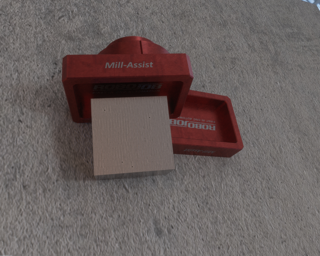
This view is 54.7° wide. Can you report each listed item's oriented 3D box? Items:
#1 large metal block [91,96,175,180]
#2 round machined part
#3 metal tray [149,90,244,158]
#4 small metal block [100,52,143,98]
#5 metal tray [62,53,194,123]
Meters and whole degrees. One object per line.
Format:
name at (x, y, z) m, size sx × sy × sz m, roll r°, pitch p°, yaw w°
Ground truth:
large metal block at (-0.032, 0.012, 0.342) m, size 0.081 × 0.050 × 0.080 m, roll -3°, pitch 75°, yaw -10°
round machined part at (-0.032, -0.071, 0.372) m, size 0.099 × 0.097 × 0.042 m, roll 6°, pitch 59°, yaw -26°
metal tray at (0.048, -0.008, 0.435) m, size 0.131 × 0.030 × 0.090 m, roll 6°, pitch 59°, yaw -25°
small metal block at (-0.053, -0.071, 0.422) m, size 0.050 × 0.025 × 0.050 m, roll 6°, pitch 59°, yaw -25°
metal tray at (-0.036, -0.042, 0.349) m, size 0.131 × 0.090 × 0.030 m, roll -3°, pitch 63°, yaw -9°
